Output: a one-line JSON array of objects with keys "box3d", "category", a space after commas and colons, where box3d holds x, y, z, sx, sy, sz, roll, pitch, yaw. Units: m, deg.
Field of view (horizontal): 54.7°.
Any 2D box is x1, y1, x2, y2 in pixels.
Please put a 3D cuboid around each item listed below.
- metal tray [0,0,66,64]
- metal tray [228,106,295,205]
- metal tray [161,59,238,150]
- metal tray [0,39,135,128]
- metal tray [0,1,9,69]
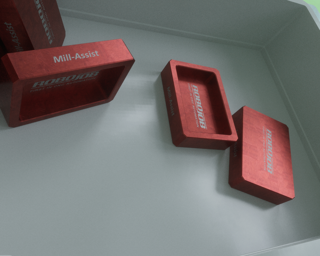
[{"box3d": [-0.143, -0.125, 0.338, 0.030, 0.129, 0.090, 4, 57, 1], "category": "metal tray"}, {"box3d": [0.151, 0.038, 0.463, 0.091, 0.030, 0.130, 23, 53, -15], "category": "metal tray"}, {"box3d": [0.056, -0.034, 0.455, 0.091, 0.030, 0.130, 6, 59, -26], "category": "metal tray"}, {"box3d": [-0.101, -0.050, 0.340, 0.131, 0.090, 0.030, -20, 73, -36], "category": "metal tray"}, {"box3d": [-0.188, -0.077, 0.274, 0.030, 0.089, 0.130, 15, 21, 7], "category": "metal tray"}]
